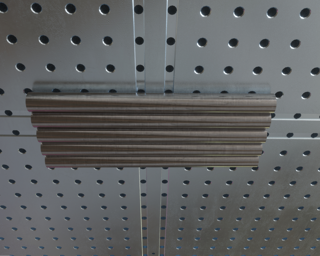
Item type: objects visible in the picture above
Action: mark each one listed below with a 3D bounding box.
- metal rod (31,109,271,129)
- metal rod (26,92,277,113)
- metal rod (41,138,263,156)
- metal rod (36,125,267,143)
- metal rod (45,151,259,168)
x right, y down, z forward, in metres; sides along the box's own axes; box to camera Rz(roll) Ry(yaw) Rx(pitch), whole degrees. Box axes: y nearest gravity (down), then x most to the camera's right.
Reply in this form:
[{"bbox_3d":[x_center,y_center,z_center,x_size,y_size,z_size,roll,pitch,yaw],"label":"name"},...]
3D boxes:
[{"bbox_3d":[-0.010,-0.012,0.401,0.302,0.025,0.025,0,130,-1],"label":"metal rod"},{"bbox_3d":[-0.010,-0.031,0.385,0.302,0.025,0.025,0,130,-1],"label":"metal rod"},{"bbox_3d":[-0.011,0.026,0.434,0.302,0.025,0.025,0,130,-1],"label":"metal rod"},{"bbox_3d":[-0.010,0.007,0.418,0.302,0.025,0.025,0,130,-1],"label":"metal rod"},{"bbox_3d":[-0.011,0.045,0.449,0.302,0.025,0.025,0,130,-1],"label":"metal rod"}]
